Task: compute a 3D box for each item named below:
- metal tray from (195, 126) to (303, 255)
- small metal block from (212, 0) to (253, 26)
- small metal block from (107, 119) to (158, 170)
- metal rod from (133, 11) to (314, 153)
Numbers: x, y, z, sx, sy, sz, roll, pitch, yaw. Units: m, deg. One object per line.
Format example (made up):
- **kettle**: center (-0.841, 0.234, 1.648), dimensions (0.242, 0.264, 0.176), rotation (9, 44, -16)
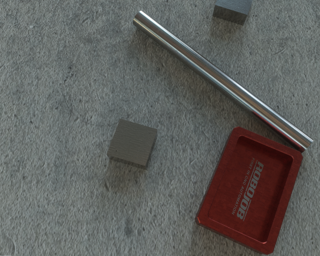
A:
- **metal tray**: center (0.109, 0.073, 0.379), dimensions (0.090, 0.030, 0.130), rotation (24, 71, 8)
- **small metal block**: center (0.115, -0.193, 0.480), dimensions (0.050, 0.025, 0.050), rotation (20, 71, 7)
- **small metal block**: center (-0.035, 0.021, 0.400), dimensions (0.050, 0.025, 0.050), rotation (16, 71, 5)
- **metal rod**: center (0.079, -0.071, 0.435), dimensions (0.300, 0.025, 0.025), rotation (41, 75, 13)
